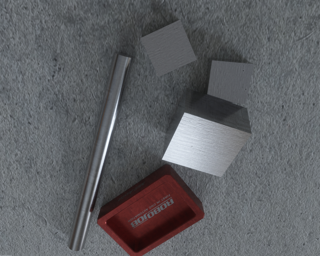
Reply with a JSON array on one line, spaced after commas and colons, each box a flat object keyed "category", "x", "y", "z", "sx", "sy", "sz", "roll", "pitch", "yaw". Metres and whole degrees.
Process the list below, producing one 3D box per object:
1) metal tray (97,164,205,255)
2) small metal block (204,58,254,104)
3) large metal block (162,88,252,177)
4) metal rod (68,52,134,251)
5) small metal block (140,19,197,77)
[{"category": "metal tray", "x": -0.013, "y": 0.124, "z": 0.452, "sx": 0.130, "sy": 0.030, "sz": 0.090, "roll": -35, "pitch": 107, "yaw": 11}, {"category": "small metal block", "x": 0.085, "y": -0.060, "z": 0.389, "sx": 0.050, "sy": 0.025, "sz": 0.050, "roll": 5, "pitch": 110, "yaw": -2}, {"category": "large metal block", "x": 0.055, "y": 0.007, "z": 0.387, "sx": 0.080, "sy": 0.050, "sz": 0.079, "roll": 18, "pitch": 129, "yaw": -7}, {"category": "metal rod", "x": -0.086, "y": 0.045, "z": 0.425, "sx": 0.025, "sy": 0.025, "sz": 0.298, "roll": 15, "pitch": 109, "yaw": -6}, {"category": "small metal block", "x": 0.011, "y": -0.097, "z": 0.374, "sx": 0.050, "sy": 0.025, "sz": 0.050, "roll": -23, "pitch": 109, "yaw": 8}]
